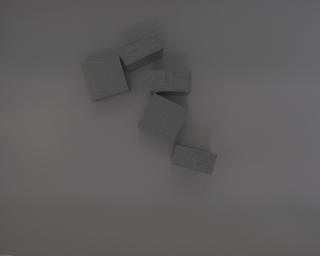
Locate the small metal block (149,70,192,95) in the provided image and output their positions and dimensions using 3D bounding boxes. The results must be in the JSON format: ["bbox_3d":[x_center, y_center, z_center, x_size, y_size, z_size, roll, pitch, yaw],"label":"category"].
[{"bbox_3d":[0.013,-0.057,0.399,0.050,0.050,0.025,1,90,0],"label":"small metal block"}]

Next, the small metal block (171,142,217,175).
[{"bbox_3d":[0.042,0.038,0.399,0.050,0.050,0.025,15,90,0],"label":"small metal block"}]

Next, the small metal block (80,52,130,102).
[{"bbox_3d":[-0.072,-0.066,0.411,0.050,0.025,0.050,-17,90,0],"label":"small metal block"}]

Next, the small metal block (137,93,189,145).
[{"bbox_3d":[0.004,-0.012,0.411,0.050,0.025,0.050,26,90,0],"label":"small metal block"}]

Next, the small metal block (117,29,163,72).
[{"bbox_3d":[-0.024,-0.097,0.398,0.050,0.050,0.025,-26,90,0],"label":"small metal block"}]
